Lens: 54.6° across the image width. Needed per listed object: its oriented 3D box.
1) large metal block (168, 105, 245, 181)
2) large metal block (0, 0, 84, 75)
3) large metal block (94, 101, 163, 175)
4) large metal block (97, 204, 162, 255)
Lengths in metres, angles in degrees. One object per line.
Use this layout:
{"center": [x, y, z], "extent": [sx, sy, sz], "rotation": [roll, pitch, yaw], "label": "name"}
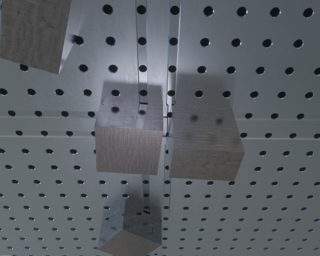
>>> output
{"center": [0.053, 0.018, 0.391], "extent": [0.080, 0.080, 0.050], "rotation": [4, 130, -3], "label": "large metal block"}
{"center": [-0.102, -0.109, 0.282], "extent": [0.050, 0.080, 0.080], "rotation": [15, 128, -13], "label": "large metal block"}
{"center": [-0.040, 0.014, 0.407], "extent": [0.080, 0.050, 0.080], "rotation": [4, 130, -4], "label": "large metal block"}
{"center": [-0.053, 0.191, 0.557], "extent": [0.080, 0.050, 0.080], "rotation": [30, 124, -23], "label": "large metal block"}
